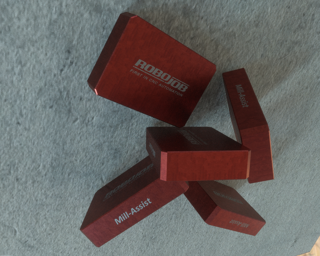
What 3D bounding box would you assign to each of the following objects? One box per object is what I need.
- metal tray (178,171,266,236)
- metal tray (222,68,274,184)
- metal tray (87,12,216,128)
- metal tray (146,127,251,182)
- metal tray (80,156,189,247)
[{"bbox_3d":[0.100,0.122,0.496,0.131,0.090,0.030,26,104,-37],"label":"metal tray"},{"bbox_3d":[0.111,-0.006,0.398,0.030,0.130,0.090,-13,129,11],"label":"metal tray"},{"bbox_3d":[-0.005,-0.061,0.360,0.131,0.030,0.090,21,103,-36],"label":"metal tray"},{"bbox_3d":[0.036,0.025,0.360,0.091,0.130,0.030,0,101,-9],"label":"metal tray"},{"bbox_3d":[-0.029,0.077,0.378,0.130,0.090,0.030,-35,104,11],"label":"metal tray"}]
